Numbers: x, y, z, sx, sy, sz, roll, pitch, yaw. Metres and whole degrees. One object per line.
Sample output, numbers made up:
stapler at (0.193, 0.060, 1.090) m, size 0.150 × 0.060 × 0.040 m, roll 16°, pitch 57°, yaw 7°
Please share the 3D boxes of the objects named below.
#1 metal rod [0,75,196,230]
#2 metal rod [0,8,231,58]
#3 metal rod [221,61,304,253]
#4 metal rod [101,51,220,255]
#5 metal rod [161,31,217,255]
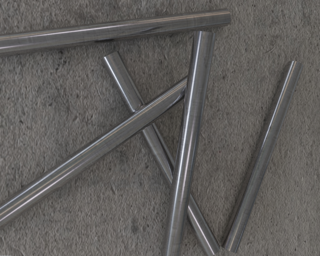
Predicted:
metal rod at (-0.076, 0.027, 0.362) m, size 0.301 × 0.025 × 0.025 m, roll -35°, pitch 102°, yaw -10°
metal rod at (-0.044, -0.124, 0.392) m, size 0.302 × 0.025 × 0.025 m, roll -14°, pitch 95°, yaw -20°
metal rod at (0.156, 0.038, 0.466) m, size 0.025 × 0.025 × 0.299 m, roll 25°, pitch 82°, yaw -18°
metal rod at (0.005, 0.041, 0.410) m, size 0.025 × 0.025 × 0.299 m, roll -30°, pitch 100°, yaw -17°
metal rod at (0.032, 0.037, 0.381) m, size 0.025 × 0.025 × 0.298 m, roll 3°, pitch 104°, yaw -20°
